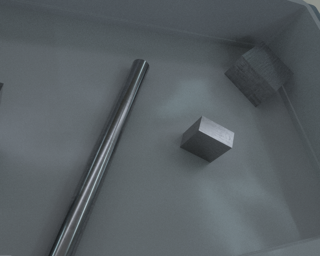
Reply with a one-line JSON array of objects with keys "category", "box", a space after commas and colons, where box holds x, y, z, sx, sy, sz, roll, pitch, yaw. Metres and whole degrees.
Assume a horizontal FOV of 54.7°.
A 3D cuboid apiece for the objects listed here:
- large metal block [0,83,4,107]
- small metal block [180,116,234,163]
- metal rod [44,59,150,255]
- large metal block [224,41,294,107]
[{"category": "large metal block", "box": [-0.188, -0.003, 0.263, 0.081, 0.079, 0.050, 14, 35, -21]}, {"category": "small metal block", "box": [0.063, 0.016, 0.415, 0.050, 0.050, 0.025, 27, 52, -12]}, {"category": "metal rod", "box": [-0.063, 0.025, 0.357, 0.025, 0.025, 0.300, 27, 52, -12]}, {"category": "large metal block", "box": [0.175, -0.096, 0.545, 0.080, 0.050, 0.081, 49, 51, 6]}]
